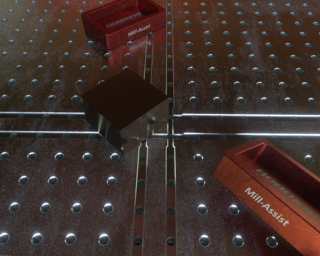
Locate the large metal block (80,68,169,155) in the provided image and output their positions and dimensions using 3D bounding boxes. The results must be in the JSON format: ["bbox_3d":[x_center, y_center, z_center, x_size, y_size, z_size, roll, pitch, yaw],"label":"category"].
[{"bbox_3d":[-0.045,-0.024,0.411,0.080,0.050,0.080,-37,59,-27],"label":"large metal block"}]

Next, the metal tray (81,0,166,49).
[{"bbox_3d":[-0.065,-0.200,0.572,0.131,0.030,0.090,-31,57,-24],"label":"metal tray"}]

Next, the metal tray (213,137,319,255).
[{"bbox_3d":[0.131,0.066,0.323,0.091,0.030,0.130,-13,45,-45],"label":"metal tray"}]
